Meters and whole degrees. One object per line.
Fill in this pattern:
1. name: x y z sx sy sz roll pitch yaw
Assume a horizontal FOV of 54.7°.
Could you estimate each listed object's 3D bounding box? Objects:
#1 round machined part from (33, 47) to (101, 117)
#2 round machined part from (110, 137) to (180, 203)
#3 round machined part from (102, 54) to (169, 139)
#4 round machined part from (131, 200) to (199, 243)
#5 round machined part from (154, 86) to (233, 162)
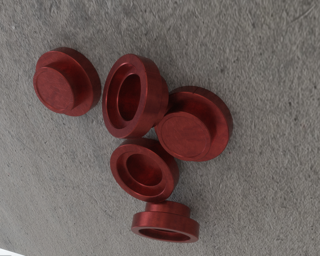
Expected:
1. round machined part: -0.135 -0.059 0.431 0.098 0.042 0.097 13 124 21
2. round machined part: -0.018 0.054 0.439 0.098 0.042 0.097 13 124 21
3. round machined part: -0.027 -0.035 0.367 0.098 0.042 0.097 -10 77 51
4. round machined part: 0.010 0.137 0.457 0.099 0.042 0.098 7 150 4
5. round machined part: 0.035 0.001 0.378 0.098 0.042 0.097 13 124 21
